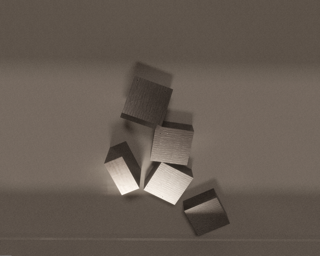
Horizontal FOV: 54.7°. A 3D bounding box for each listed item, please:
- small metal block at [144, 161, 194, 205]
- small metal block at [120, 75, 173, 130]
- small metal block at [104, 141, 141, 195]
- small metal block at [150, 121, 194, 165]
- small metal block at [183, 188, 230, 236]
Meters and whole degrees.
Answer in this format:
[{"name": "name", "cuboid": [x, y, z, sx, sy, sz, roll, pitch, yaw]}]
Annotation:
[{"name": "small metal block", "cuboid": [0.012, 0.073, 0.438, 0.050, 0.025, 0.050, 28, 108, -11]}, {"name": "small metal block", "cuboid": [-0.017, -0.031, 0.387, 0.050, 0.025, 0.050, 19, 75, -7]}, {"name": "small metal block", "cuboid": [-0.048, 0.053, 0.417, 0.025, 0.050, 0.050, -23, 109, 8]}, {"name": "small metal block", "cuboid": [0.015, 0.020, 0.419, 0.050, 0.025, 0.050, 8, 110, -4]}, {"name": "small metal block", "cuboid": [0.068, 0.125, 0.458, 0.050, 0.025, 0.050, -25, 109, 8]}]
